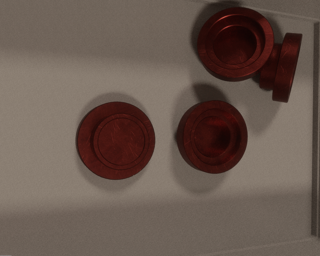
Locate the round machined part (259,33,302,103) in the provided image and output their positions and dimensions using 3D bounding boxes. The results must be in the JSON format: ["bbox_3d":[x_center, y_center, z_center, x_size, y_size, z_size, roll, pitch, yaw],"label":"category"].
[{"bbox_3d":[0.173,-0.088,0.449,0.042,0.098,0.098,13,84,23],"label":"round machined part"}]

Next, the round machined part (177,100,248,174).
[{"bbox_3d":[0.068,0.012,0.428,0.099,0.042,0.097,0,90,-21],"label":"round machined part"}]

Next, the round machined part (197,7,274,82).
[{"bbox_3d":[0.103,-0.110,0.425,0.098,0.042,0.097,-2,81,13],"label":"round machined part"}]

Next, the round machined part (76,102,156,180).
[{"bbox_3d":[-0.052,0.016,0.383,0.099,0.042,0.097,0,90,-21],"label":"round machined part"}]
